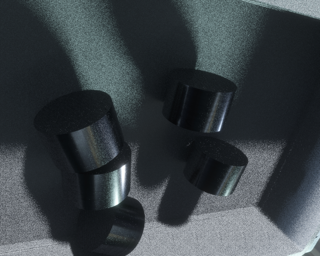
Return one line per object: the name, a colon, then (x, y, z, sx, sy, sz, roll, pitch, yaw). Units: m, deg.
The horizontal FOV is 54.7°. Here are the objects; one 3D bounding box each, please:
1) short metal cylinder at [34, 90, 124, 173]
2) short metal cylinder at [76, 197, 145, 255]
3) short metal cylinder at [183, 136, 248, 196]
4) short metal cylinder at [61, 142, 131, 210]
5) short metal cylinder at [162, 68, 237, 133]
short metal cylinder: (-0.083, 0.002, 0.328, 0.081, 0.080, 0.050, -23, 127, -15)
short metal cylinder: (-0.067, 0.126, 0.415, 0.050, 0.080, 0.080, 32, 101, -38)
short metal cylinder: (0.080, 0.054, 0.450, 0.081, 0.080, 0.050, 5, 116, -31)
short metal cylinder: (-0.074, 0.049, 0.363, 0.081, 0.080, 0.050, -10, 123, -23)
short metal cylinder: (0.047, -0.036, 0.376, 0.081, 0.080, 0.050, -2, 120, -27)
